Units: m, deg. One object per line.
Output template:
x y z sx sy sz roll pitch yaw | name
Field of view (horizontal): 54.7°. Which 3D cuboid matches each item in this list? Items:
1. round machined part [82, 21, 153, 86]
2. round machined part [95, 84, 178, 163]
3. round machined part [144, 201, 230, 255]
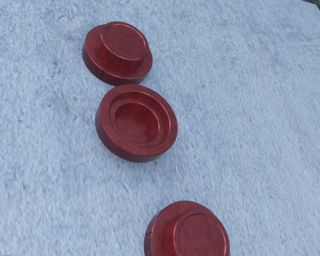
-0.055 -0.109 0.431 0.099 0.042 0.098 14 56 -21 | round machined part
-0.031 -0.002 0.379 0.099 0.042 0.098 14 56 -21 | round machined part
0.036 0.127 0.336 0.099 0.042 0.098 14 56 -21 | round machined part
